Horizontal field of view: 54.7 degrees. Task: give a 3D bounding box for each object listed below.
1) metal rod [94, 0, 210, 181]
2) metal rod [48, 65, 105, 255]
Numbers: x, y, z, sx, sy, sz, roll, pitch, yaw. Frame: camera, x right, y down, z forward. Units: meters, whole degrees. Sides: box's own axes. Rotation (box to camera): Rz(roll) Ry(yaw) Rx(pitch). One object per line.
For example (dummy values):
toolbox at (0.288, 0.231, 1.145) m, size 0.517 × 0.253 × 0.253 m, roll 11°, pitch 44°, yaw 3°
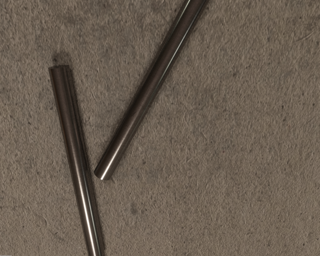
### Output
metal rod at (-0.009, -0.058, 0.388) m, size 0.025 × 0.025 × 0.298 m, roll 27°, pitch 108°, yaw -10°
metal rod at (-0.111, 0.064, 0.431) m, size 0.025 × 0.025 × 0.298 m, roll -5°, pitch 110°, yaw 1°
